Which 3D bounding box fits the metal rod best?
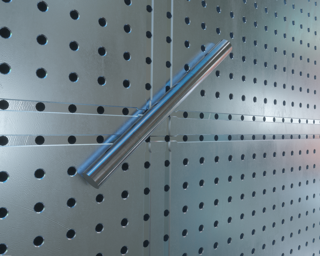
[{"bbox_3d":[0.013,-0.035,0.418,0.301,0.025,0.025,-46,118,-30],"label":"metal rod"}]
